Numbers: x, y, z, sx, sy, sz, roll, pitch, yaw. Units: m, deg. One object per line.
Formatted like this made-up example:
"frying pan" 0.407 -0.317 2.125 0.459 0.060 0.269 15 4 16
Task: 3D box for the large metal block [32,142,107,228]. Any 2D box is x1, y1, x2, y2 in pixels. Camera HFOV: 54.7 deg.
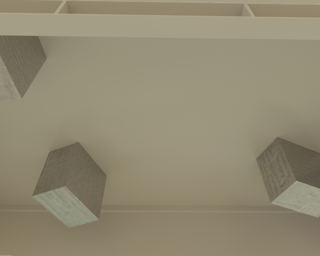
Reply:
"large metal block" -0.123 0.081 0.441 0.050 0.080 0.080 -19 128 15

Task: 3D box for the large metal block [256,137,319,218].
"large metal block" 0.192 0.068 0.433 0.080 0.080 0.050 19 127 -16

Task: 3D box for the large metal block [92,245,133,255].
"large metal block" -0.106 0.290 0.641 0.081 0.050 0.079 12 129 -10

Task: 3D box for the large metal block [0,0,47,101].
"large metal block" -0.160 -0.082 0.301 0.050 0.080 0.080 -5 130 5
